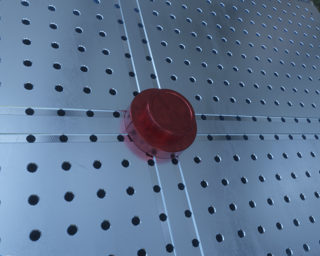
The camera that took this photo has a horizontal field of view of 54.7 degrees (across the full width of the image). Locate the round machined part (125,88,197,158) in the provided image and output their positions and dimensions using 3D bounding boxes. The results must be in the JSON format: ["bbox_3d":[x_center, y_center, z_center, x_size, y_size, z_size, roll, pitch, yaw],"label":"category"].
[{"bbox_3d":[0.007,-0.013,0.410,0.099,0.042,0.098,14,56,-21],"label":"round machined part"}]
